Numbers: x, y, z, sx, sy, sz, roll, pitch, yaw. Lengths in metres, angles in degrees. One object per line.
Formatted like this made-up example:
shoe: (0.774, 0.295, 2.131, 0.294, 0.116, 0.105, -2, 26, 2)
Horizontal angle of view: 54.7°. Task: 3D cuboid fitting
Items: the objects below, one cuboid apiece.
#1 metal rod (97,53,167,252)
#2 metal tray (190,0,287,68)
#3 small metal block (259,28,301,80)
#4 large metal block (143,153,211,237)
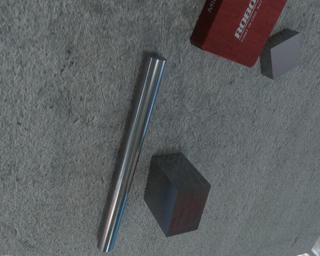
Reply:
metal rod: (-0.044, 0.049, 0.414, 0.025, 0.025, 0.298, 2, 117, -30)
metal tray: (0.102, -0.147, 0.371, 0.091, 0.030, 0.129, 10, 113, -33)
small metal block: (0.170, -0.104, 0.438, 0.050, 0.025, 0.050, -30, 129, -10)
large metal block: (0.021, 0.092, 0.442, 0.050, 0.080, 0.079, -4, 120, -27)
